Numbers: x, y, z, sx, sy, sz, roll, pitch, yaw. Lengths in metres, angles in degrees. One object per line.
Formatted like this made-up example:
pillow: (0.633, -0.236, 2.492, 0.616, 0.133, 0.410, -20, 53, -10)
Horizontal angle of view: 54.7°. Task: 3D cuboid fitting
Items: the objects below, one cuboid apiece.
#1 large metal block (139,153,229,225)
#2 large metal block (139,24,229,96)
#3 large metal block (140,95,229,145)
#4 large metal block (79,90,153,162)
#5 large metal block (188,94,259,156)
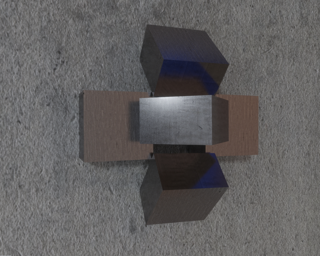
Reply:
large metal block: (0.026, 0.076, 0.385, 0.081, 0.079, 0.050, 1, 47, -19)
large metal block: (0.026, -0.083, 0.385, 0.081, 0.080, 0.050, 0, 134, -20)
large metal block: (0.031, -0.008, 0.358, 0.080, 0.080, 0.050, 0, 91, 24)
large metal block: (-0.055, -0.003, 0.377, 0.081, 0.050, 0.079, -1, 90, -21)
large metal block: (0.087, -0.004, 0.427, 0.081, 0.050, 0.079, 0, 90, -21)
